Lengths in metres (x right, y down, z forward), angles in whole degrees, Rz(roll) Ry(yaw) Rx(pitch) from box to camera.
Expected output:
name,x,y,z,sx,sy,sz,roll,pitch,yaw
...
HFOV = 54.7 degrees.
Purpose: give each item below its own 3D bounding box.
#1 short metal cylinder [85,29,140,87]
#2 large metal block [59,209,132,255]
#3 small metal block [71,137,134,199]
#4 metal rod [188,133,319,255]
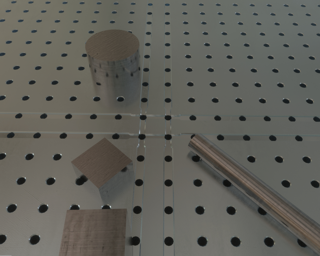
name,x,y,z,sx,sy,sz,roll,pitch,yaw
short metal cylinder,-0.071,-0.109,0.482,0.081,0.050,0.080,0,50,0
large metal block,-0.052,0.125,0.267,0.050,0.080,0.080,-1,50,-1
small metal block,-0.067,0.047,0.368,0.050,0.025,0.050,37,59,26
metal rod,0.147,0.101,0.324,0.025,0.025,0.300,-36,59,-26
